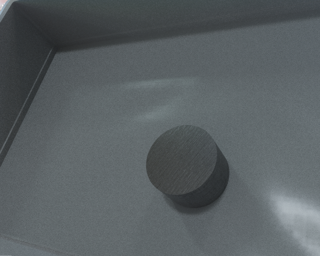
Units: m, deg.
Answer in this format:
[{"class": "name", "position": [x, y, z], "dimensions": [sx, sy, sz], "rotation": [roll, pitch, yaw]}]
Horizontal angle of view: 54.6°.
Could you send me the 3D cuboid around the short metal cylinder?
[{"class": "short metal cylinder", "position": [0.032, 0.044, 0.347], "dimensions": [0.080, 0.050, 0.080], "rotation": [-13, 56, 21]}]
